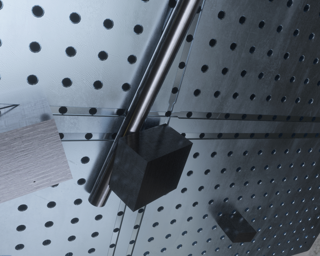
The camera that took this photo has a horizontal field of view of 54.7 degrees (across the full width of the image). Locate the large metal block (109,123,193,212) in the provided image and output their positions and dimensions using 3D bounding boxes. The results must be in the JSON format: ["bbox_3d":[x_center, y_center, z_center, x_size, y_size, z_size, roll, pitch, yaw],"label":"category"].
[{"bbox_3d":[-0.012,0.048,0.399,0.081,0.050,0.079,-18,135,-44],"label":"large metal block"}]

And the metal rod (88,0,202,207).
[{"bbox_3d":[-0.024,-0.027,0.382,0.025,0.025,0.298,14,111,-35],"label":"metal rod"}]

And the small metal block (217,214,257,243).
[{"bbox_3d":[0.149,0.193,0.599,0.050,0.050,0.025,12,112,-34],"label":"small metal block"}]

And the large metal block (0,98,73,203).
[{"bbox_3d":[-0.147,0.023,0.330,0.081,0.050,0.079,-18,126,-19],"label":"large metal block"}]
